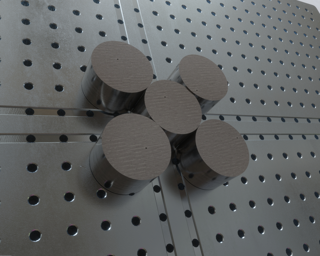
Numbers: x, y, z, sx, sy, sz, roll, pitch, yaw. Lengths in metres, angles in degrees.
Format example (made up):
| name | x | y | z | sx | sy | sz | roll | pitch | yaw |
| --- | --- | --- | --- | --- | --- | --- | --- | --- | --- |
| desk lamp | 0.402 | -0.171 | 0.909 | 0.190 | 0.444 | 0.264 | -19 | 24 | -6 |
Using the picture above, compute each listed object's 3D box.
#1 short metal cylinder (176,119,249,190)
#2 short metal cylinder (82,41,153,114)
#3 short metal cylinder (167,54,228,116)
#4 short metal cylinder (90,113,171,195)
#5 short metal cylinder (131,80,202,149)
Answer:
| name | x | y | z | sx | sy | sz | roll | pitch | yaw |
| --- | --- | --- | --- | --- | --- | --- | --- | --- | --- |
| short metal cylinder | 0.069 | 0.035 | 0.409 | 0.081 | 0.050 | 0.080 | 14 | 56 | -21 |
| short metal cylinder | -0.056 | -0.065 | 0.402 | 0.081 | 0.050 | 0.080 | 14 | 56 | -21 |
| short metal cylinder | 0.052 | -0.061 | 0.456 | 0.081 | 0.050 | 0.080 | 14 | 56 | -21 |
| short metal cylinder | -0.034 | 0.030 | 0.355 | 0.081 | 0.050 | 0.080 | 14 | 56 | -21 |
| short metal cylinder | 0.007 | -0.016 | 0.407 | 0.081 | 0.050 | 0.080 | 14 | 56 | -21 |
